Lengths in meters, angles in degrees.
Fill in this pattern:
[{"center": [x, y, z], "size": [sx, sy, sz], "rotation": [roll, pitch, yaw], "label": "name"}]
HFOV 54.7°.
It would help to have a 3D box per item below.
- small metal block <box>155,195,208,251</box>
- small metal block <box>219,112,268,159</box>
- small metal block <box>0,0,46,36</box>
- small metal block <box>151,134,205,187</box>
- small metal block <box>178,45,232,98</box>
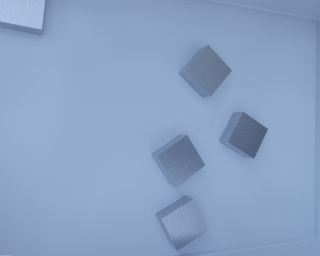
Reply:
[{"center": [0.029, 0.128, 0.421], "size": [0.050, 0.025, 0.050], "rotation": [-27, 99, -18], "label": "small metal block"}, {"center": [0.123, 0.011, 0.456], "size": [0.050, 0.025, 0.050], "rotation": [32, 80, -17], "label": "small metal block"}, {"center": [-0.158, -0.138, 0.352], "size": [0.050, 0.025, 0.050], "rotation": [6, 88, -20], "label": "small metal block"}, {"center": [0.025, 0.043, 0.420], "size": [0.050, 0.025, 0.050], "rotation": [-34, 101, -17], "label": "small metal block"}, {"center": [0.063, -0.078, 0.434], "size": [0.050, 0.025, 0.050], "rotation": [43, 76, -15], "label": "small metal block"}]
